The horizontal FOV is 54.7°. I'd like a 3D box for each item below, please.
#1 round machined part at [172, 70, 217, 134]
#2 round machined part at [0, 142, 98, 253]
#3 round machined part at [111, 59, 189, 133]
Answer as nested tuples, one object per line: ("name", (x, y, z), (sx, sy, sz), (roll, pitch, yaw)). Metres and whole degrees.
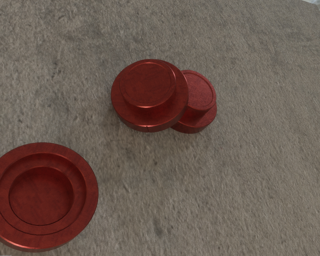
("round machined part", (0.041, -0.044, 0.444), (0.099, 0.042, 0.098), (14, 56, -21))
("round machined part", (-0.112, 0.066, 0.293), (0.099, 0.042, 0.098), (14, 56, -21))
("round machined part", (-0.013, -0.047, 0.388), (0.099, 0.042, 0.098), (-2, 67, 4))
